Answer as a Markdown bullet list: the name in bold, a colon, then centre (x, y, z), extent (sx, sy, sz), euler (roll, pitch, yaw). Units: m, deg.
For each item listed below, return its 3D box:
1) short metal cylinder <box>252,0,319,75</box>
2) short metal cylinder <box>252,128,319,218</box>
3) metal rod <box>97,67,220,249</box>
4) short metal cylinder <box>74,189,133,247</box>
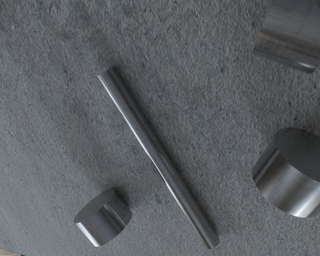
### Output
- **short metal cylinder**: centre (0.117, -0.090, 0.254), extent (0.050, 0.080, 0.079), euler (25, 127, 13)
- **short metal cylinder**: centre (0.145, 0.044, 0.322), extent (0.080, 0.080, 0.050), euler (28, 128, 11)
- **metal rod**: centre (0.005, 0.051, 0.435), extent (0.025, 0.025, 0.299), euler (-21, 108, 36)
- **short metal cylinder**: centre (-0.093, 0.146, 0.511), extent (0.080, 0.080, 0.050), euler (-27, 104, 37)
